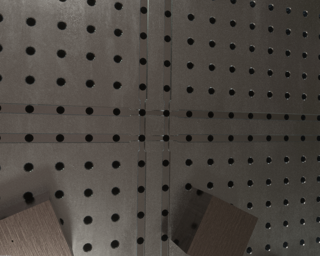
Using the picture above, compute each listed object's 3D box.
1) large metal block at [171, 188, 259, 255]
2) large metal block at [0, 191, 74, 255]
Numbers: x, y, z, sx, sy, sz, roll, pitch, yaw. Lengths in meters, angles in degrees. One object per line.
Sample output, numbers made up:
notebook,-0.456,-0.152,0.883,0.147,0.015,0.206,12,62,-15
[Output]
large metal block,0.076,0.140,0.429,0.080,0.050,0.080,29,80,-18
large metal block,-0.149,0.127,0.345,0.081,0.050,0.080,-21,98,-19
